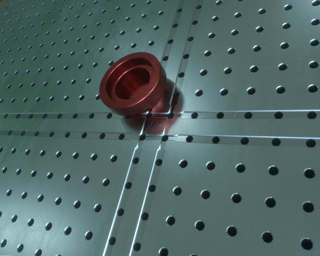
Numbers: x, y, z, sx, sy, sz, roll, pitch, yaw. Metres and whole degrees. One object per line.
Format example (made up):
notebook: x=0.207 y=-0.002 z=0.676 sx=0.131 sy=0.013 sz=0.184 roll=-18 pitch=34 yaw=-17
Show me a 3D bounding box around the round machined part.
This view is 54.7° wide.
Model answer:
round machined part: x=-0.035 y=-0.059 z=0.451 sx=0.098 sy=0.042 sz=0.098 roll=-13 pitch=56 yaw=20
